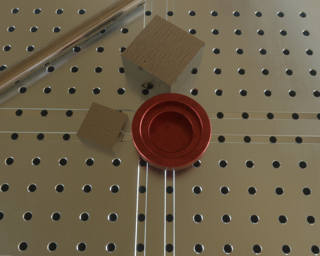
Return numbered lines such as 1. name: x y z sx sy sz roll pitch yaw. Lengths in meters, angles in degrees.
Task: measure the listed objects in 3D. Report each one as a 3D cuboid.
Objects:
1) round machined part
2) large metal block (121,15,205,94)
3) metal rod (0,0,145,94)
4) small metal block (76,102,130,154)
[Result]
1. round machined part: 0.014 0.007 0.400 0.099 0.042 0.098 0 70 0
2. large metal block: 0.005 -0.097 0.434 0.080 0.050 0.080 34 73 11
3. metal rod: -0.149 -0.118 0.453 0.301 0.025 0.025 -37 74 -13
4. small metal block: -0.074 0.000 0.411 0.050 0.025 0.050 20 71 7
